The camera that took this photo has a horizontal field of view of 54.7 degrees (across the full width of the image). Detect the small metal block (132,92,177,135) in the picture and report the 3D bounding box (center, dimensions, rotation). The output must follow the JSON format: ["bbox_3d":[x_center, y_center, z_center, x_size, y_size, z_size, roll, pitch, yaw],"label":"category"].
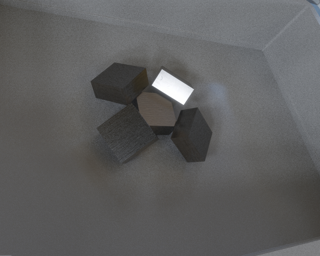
[{"bbox_3d":[-0.010,-0.019,0.408,0.050,0.025,0.050,2,61,-28],"label":"small metal block"}]

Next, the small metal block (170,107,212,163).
[{"bbox_3d":[0.043,0.010,0.406,0.050,0.025,0.050,55,42,-35],"label":"small metal block"}]

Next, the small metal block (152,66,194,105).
[{"bbox_3d":[0.017,-0.061,0.434,0.050,0.025,0.050,31,15,-9],"label":"small metal block"}]

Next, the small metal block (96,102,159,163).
[{"bbox_3d":[-0.037,0.007,0.364,0.050,0.025,0.050,-36,81,-1],"label":"small metal block"}]

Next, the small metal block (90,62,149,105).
[{"bbox_3d":[-0.050,-0.057,0.395,0.050,0.025,0.050,15,45,27],"label":"small metal block"}]
